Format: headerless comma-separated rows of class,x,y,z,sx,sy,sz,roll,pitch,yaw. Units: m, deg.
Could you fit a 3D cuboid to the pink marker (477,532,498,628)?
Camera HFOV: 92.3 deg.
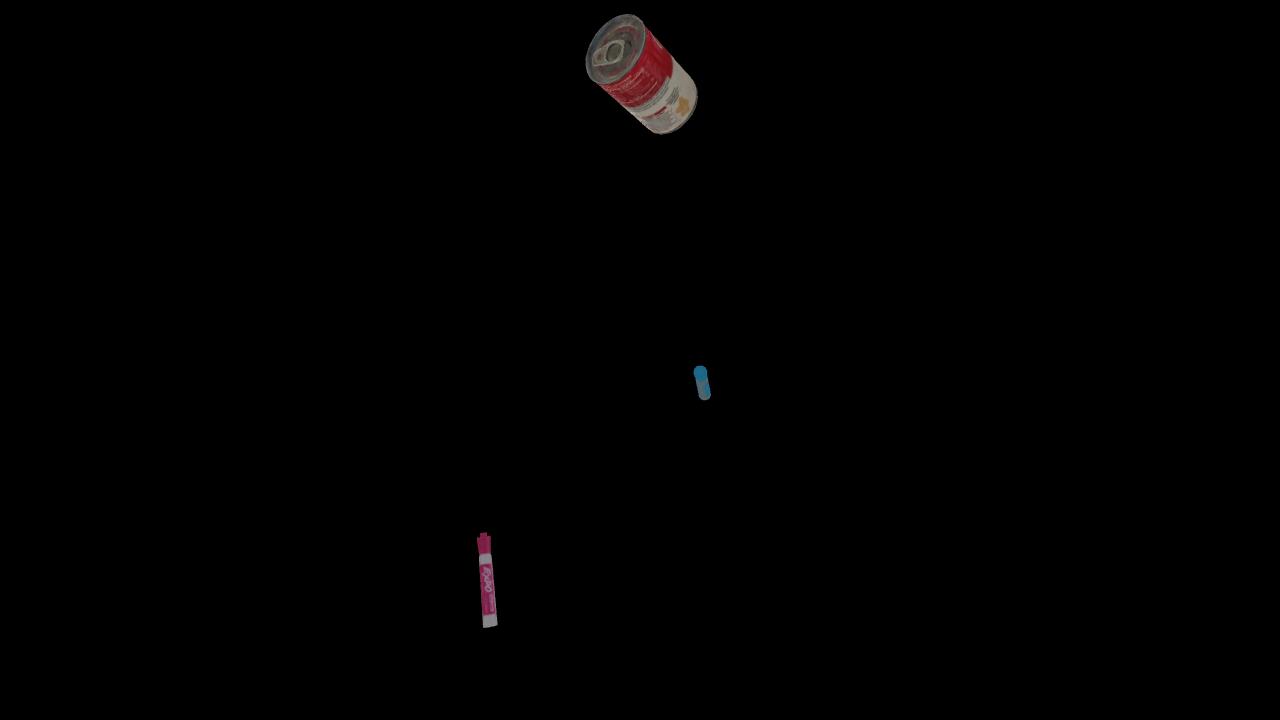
pink marker,-0.206,0.294,0.828,0.020,0.121,0.020,-8,-18,-3

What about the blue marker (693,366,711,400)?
blue marker,0.090,0.034,0.882,0.020,0.020,0.121,0,-19,9

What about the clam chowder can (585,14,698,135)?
clam chowder can,0.004,-0.274,0.601,0.068,0.068,0.102,0,-11,35
